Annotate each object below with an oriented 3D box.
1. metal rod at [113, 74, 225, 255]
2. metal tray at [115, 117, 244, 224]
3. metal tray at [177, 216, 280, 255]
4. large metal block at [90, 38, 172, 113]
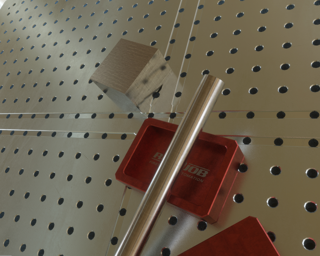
[{"bbox_3d":[-0.008,0.082,0.325,0.025,0.025,0.299,24,86,36],"label":"metal rod"},{"bbox_3d":[0.020,0.044,0.367,0.130,0.030,0.090,16,70,34],"label":"metal tray"},{"bbox_3d":[0.055,0.152,0.283,0.130,0.030,0.090,-32,52,7],"label":"metal tray"},{"bbox_3d":[-0.043,-0.080,0.464,0.080,0.050,0.080,26,76,37],"label":"large metal block"}]
